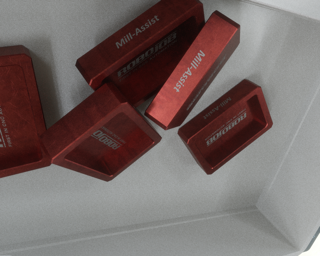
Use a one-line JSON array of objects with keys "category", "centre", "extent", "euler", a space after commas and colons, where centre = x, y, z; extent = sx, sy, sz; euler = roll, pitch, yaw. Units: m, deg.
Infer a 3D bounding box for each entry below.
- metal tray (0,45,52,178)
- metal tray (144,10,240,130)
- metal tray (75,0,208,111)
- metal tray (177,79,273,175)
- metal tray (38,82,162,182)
[{"category": "metal tray", "centre": [-0.165, -0.011, 0.308], "extent": [0.091, 0.030, 0.129], "euler": [-13, 124, -22]}, {"category": "metal tray", "centre": [0.041, -0.060, 0.358], "extent": [0.129, 0.030, 0.090], "euler": [-55, 171, 11]}, {"category": "metal tray", "centre": [-0.012, -0.074, 0.328], "extent": [0.130, 0.030, 0.090], "euler": [-36, 156, -3]}, {"category": "metal tray", "centre": [0.100, 0.000, 0.462], "extent": [0.130, 0.030, 0.090], "euler": [-37, 130, -4]}, {"category": "metal tray", "centre": [-0.057, 0.012, 0.345], "extent": [0.090, 0.030, 0.130], "euler": [-39, 156, 1]}]
